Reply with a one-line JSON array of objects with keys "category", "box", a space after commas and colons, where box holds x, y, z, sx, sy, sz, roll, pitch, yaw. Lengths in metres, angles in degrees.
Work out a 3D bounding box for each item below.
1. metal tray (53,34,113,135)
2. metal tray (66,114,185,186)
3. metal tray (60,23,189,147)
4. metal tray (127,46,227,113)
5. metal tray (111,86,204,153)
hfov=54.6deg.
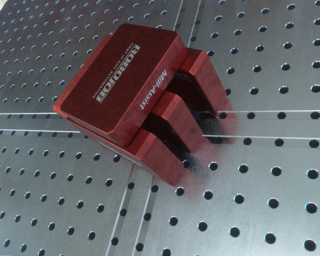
[{"category": "metal tray", "box": [-0.087, -0.057, 0.445, 0.030, 0.090, 0.130, 29, 76, 15]}, {"category": "metal tray", "box": [-0.043, 0.017, 0.379, 0.130, 0.090, 0.030, 23, 75, 36]}, {"category": "metal tray", "box": [-0.040, -0.053, 0.343, 0.090, 0.030, 0.130, 23, 74, 36]}, {"category": "metal tray", "box": [0.013, -0.070, 0.402, 0.130, 0.090, 0.030, 23, 75, 36]}, {"category": "metal tray", "box": [-0.018, -0.021, 0.389, 0.130, 0.090, 0.030, 22, 73, 35]}]
